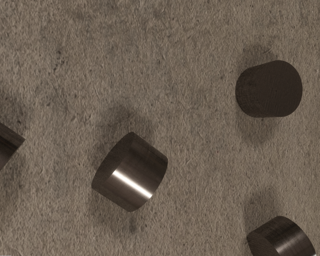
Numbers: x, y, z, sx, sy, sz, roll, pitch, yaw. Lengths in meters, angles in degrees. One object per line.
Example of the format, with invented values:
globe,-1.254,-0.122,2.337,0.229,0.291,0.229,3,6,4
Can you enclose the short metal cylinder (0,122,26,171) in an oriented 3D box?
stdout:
short metal cylinder,-0.184,0.029,0.312,0.050,0.080,0.080,39,77,-16

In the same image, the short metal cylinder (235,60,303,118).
short metal cylinder,0.160,-0.055,0.456,0.081,0.050,0.079,0,90,-21

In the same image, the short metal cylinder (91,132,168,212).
short metal cylinder,-0.036,0.051,0.367,0.050,0.080,0.080,38,78,-17

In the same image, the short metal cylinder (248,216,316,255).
short metal cylinder,0.173,0.175,0.446,0.050,0.080,0.080,-23,98,-19
